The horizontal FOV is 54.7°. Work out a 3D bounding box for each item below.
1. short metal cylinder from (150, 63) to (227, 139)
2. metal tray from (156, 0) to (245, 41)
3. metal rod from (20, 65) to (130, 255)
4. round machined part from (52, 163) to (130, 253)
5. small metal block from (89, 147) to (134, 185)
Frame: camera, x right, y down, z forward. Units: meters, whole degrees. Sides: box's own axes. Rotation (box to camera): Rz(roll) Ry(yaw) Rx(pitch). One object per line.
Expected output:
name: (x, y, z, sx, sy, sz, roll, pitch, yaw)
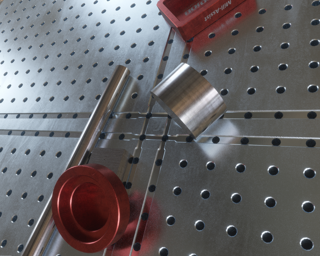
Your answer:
short metal cylinder: (0.034, -0.032, 0.374, 0.050, 0.080, 0.080, -43, 51, -2)
metal tray: (0.069, -0.207, 0.494, 0.130, 0.030, 0.090, -34, 52, 5)
metal rod: (-0.112, 0.037, 0.442, 0.025, 0.025, 0.300, 9, 66, 32)
round machined part: (-0.076, 0.090, 0.363, 0.098, 0.042, 0.097, 0, 90, 28)
small metal block: (-0.069, 0.054, 0.409, 0.050, 0.025, 0.050, 1, 62, 28)
